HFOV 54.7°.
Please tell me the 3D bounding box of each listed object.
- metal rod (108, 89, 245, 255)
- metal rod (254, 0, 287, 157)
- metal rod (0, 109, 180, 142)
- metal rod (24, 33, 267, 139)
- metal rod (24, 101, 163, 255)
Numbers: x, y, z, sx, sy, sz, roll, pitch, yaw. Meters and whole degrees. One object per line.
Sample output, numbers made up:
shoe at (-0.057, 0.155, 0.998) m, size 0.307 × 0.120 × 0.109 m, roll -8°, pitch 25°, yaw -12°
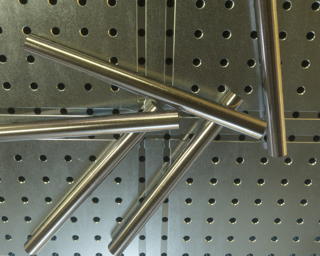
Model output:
metal rod at (0.015, 0.073, 0.440) m, size 0.025 × 0.025 × 0.299 m, roll 33°, pitch 107°, yaw -12°
metal rod at (0.132, -0.102, 0.377) m, size 0.025 × 0.025 × 0.298 m, roll -11°, pitch 110°, yaw 4°
metal rod at (-0.126, 0.000, 0.396) m, size 0.302 × 0.025 × 0.025 m, roll -4°, pitch 110°, yaw 7°
metal rod at (-0.016, -0.050, 0.378) m, size 0.302 × 0.025 × 0.025 m, roll 20°, pitch 109°, yaw -2°
metal rod at (-0.100, 0.079, 0.441) m, size 0.025 × 0.025 × 0.299 m, roll 39°, pitch 105°, yaw -14°
